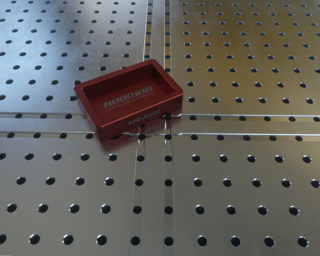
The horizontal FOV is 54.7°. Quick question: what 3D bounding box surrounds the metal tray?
[{"bbox_3d":[-0.044,-0.044,0.440,0.131,0.030,0.090,-24,54,-19],"label":"metal tray"}]
